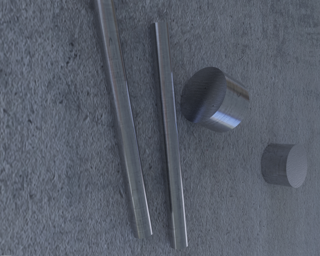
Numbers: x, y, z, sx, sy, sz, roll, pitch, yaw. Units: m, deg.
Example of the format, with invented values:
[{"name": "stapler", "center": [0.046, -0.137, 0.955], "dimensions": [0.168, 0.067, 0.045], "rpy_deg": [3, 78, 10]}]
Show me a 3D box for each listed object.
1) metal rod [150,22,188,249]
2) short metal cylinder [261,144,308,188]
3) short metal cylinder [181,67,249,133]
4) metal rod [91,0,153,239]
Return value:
[{"name": "metal rod", "center": [0.013, 0.013, 0.415], "dimensions": [0.025, 0.025, 0.298], "rpy_deg": [-9, 96, -40]}, {"name": "short metal cylinder", "center": [0.236, 0.070, 0.586], "dimensions": [0.081, 0.050, 0.079], "rpy_deg": [0, 90, -40]}, {"name": "short metal cylinder", "center": [0.075, -0.038, 0.432], "dimensions": [0.050, 0.080, 0.080], "rpy_deg": [21, 77, -38]}, {"name": "metal rod", "center": [-0.044, -0.014, 0.367], "dimensions": [0.025, 0.025, 0.298], "rpy_deg": [-15, 100, -39]}]
